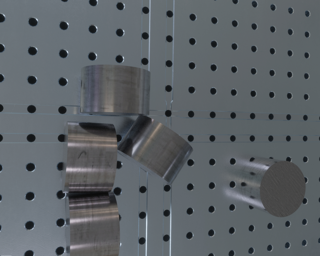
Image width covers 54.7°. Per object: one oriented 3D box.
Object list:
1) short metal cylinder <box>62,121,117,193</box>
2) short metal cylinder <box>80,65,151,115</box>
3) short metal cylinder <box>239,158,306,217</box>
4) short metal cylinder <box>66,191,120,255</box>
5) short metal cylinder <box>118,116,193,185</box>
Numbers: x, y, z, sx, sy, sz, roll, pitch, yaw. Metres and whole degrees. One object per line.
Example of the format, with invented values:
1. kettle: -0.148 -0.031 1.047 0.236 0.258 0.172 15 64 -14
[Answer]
1. short metal cylinder: -0.082 0.033 0.353 0.050 0.080 0.080 4 89 -20
2. short metal cylinder: -0.052 -0.041 0.364 0.081 0.080 0.050 2 90 -20
3. short metal cylinder: 0.166 0.086 0.461 0.081 0.050 0.079 0 90 -20
4. short metal cylinder: -0.079 0.114 0.354 0.050 0.080 0.079 0 90 -20
5. short metal cylinder: -0.007 0.027 0.381 0.080 0.080 0.050 37 78 -17
